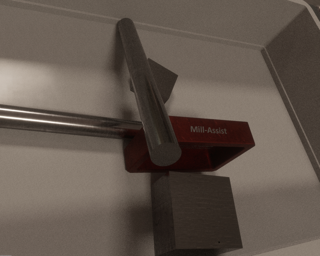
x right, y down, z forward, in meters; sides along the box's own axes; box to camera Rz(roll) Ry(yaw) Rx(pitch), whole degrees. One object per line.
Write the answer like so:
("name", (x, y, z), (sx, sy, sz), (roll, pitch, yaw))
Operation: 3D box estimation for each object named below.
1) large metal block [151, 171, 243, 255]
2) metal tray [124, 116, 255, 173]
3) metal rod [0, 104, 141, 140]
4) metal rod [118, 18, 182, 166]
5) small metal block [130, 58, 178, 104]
("large metal block", (0.038, 0.099, 0.352), (0.081, 0.050, 0.080), (9, 58, -24))
("metal tray", (0.034, 0.023, 0.369), (0.131, 0.090, 0.030), (3, 61, -27))
("metal rod", (-0.081, -0.002, 0.364), (0.302, 0.025, 0.025), (7, 59, -25))
("metal rod", (-0.024, -0.068, 0.360), (0.025, 0.025, 0.300), (12, 33, -22))
("small metal block", (-0.007, -0.065, 0.443), (0.050, 0.025, 0.050), (29, 52, -10))
